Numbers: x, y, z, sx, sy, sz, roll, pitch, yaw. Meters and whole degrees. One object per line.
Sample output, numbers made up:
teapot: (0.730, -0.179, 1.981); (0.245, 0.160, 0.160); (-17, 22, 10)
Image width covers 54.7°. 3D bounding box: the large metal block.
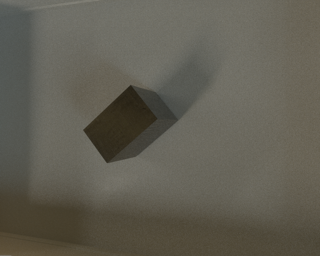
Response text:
large metal block: (-0.033, -0.004, 0.389); (0.080, 0.080, 0.050); (-41, 77, 15)
